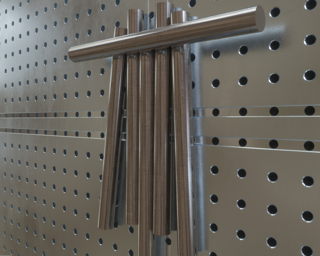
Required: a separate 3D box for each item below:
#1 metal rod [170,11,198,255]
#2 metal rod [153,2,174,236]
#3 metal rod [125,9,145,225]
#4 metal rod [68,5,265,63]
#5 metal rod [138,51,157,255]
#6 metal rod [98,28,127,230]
[{"bbox_3d":[0.030,0.006,0.386,0.025,0.025,0.298,-3,88,40],"label":"metal rod"},{"bbox_3d":[0.004,-0.011,0.408,0.025,0.025,0.298,1,91,40],"label":"metal rod"},{"bbox_3d":[-0.035,-0.015,0.440,0.025,0.025,0.298,1,91,40],"label":"metal rod"},{"bbox_3d":[-0.019,-0.110,0.393,0.300,0.025,0.025,3,92,40],"label":"metal rod"},{"bbox_3d":[-0.017,0.041,0.424,0.025,0.025,0.298,1,91,40],"label":"metal rod"},{"bbox_3d":[-0.069,0.004,0.466,0.025,0.025,0.298,9,96,40],"label":"metal rod"}]
